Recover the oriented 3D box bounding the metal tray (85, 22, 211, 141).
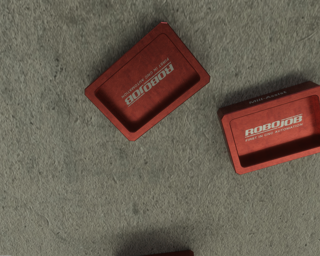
[{"bbox_3d":[-0.016,-0.056,0.386,0.130,0.030,0.090,-38,106,13],"label":"metal tray"}]

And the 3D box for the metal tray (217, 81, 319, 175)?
[{"bbox_3d":[0.151,0.001,0.408,0.131,0.030,0.090,-17,109,6],"label":"metal tray"}]

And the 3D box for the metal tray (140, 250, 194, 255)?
[{"bbox_3d":[-0.009,0.232,0.460,0.131,0.090,0.030,-8,110,3],"label":"metal tray"}]
